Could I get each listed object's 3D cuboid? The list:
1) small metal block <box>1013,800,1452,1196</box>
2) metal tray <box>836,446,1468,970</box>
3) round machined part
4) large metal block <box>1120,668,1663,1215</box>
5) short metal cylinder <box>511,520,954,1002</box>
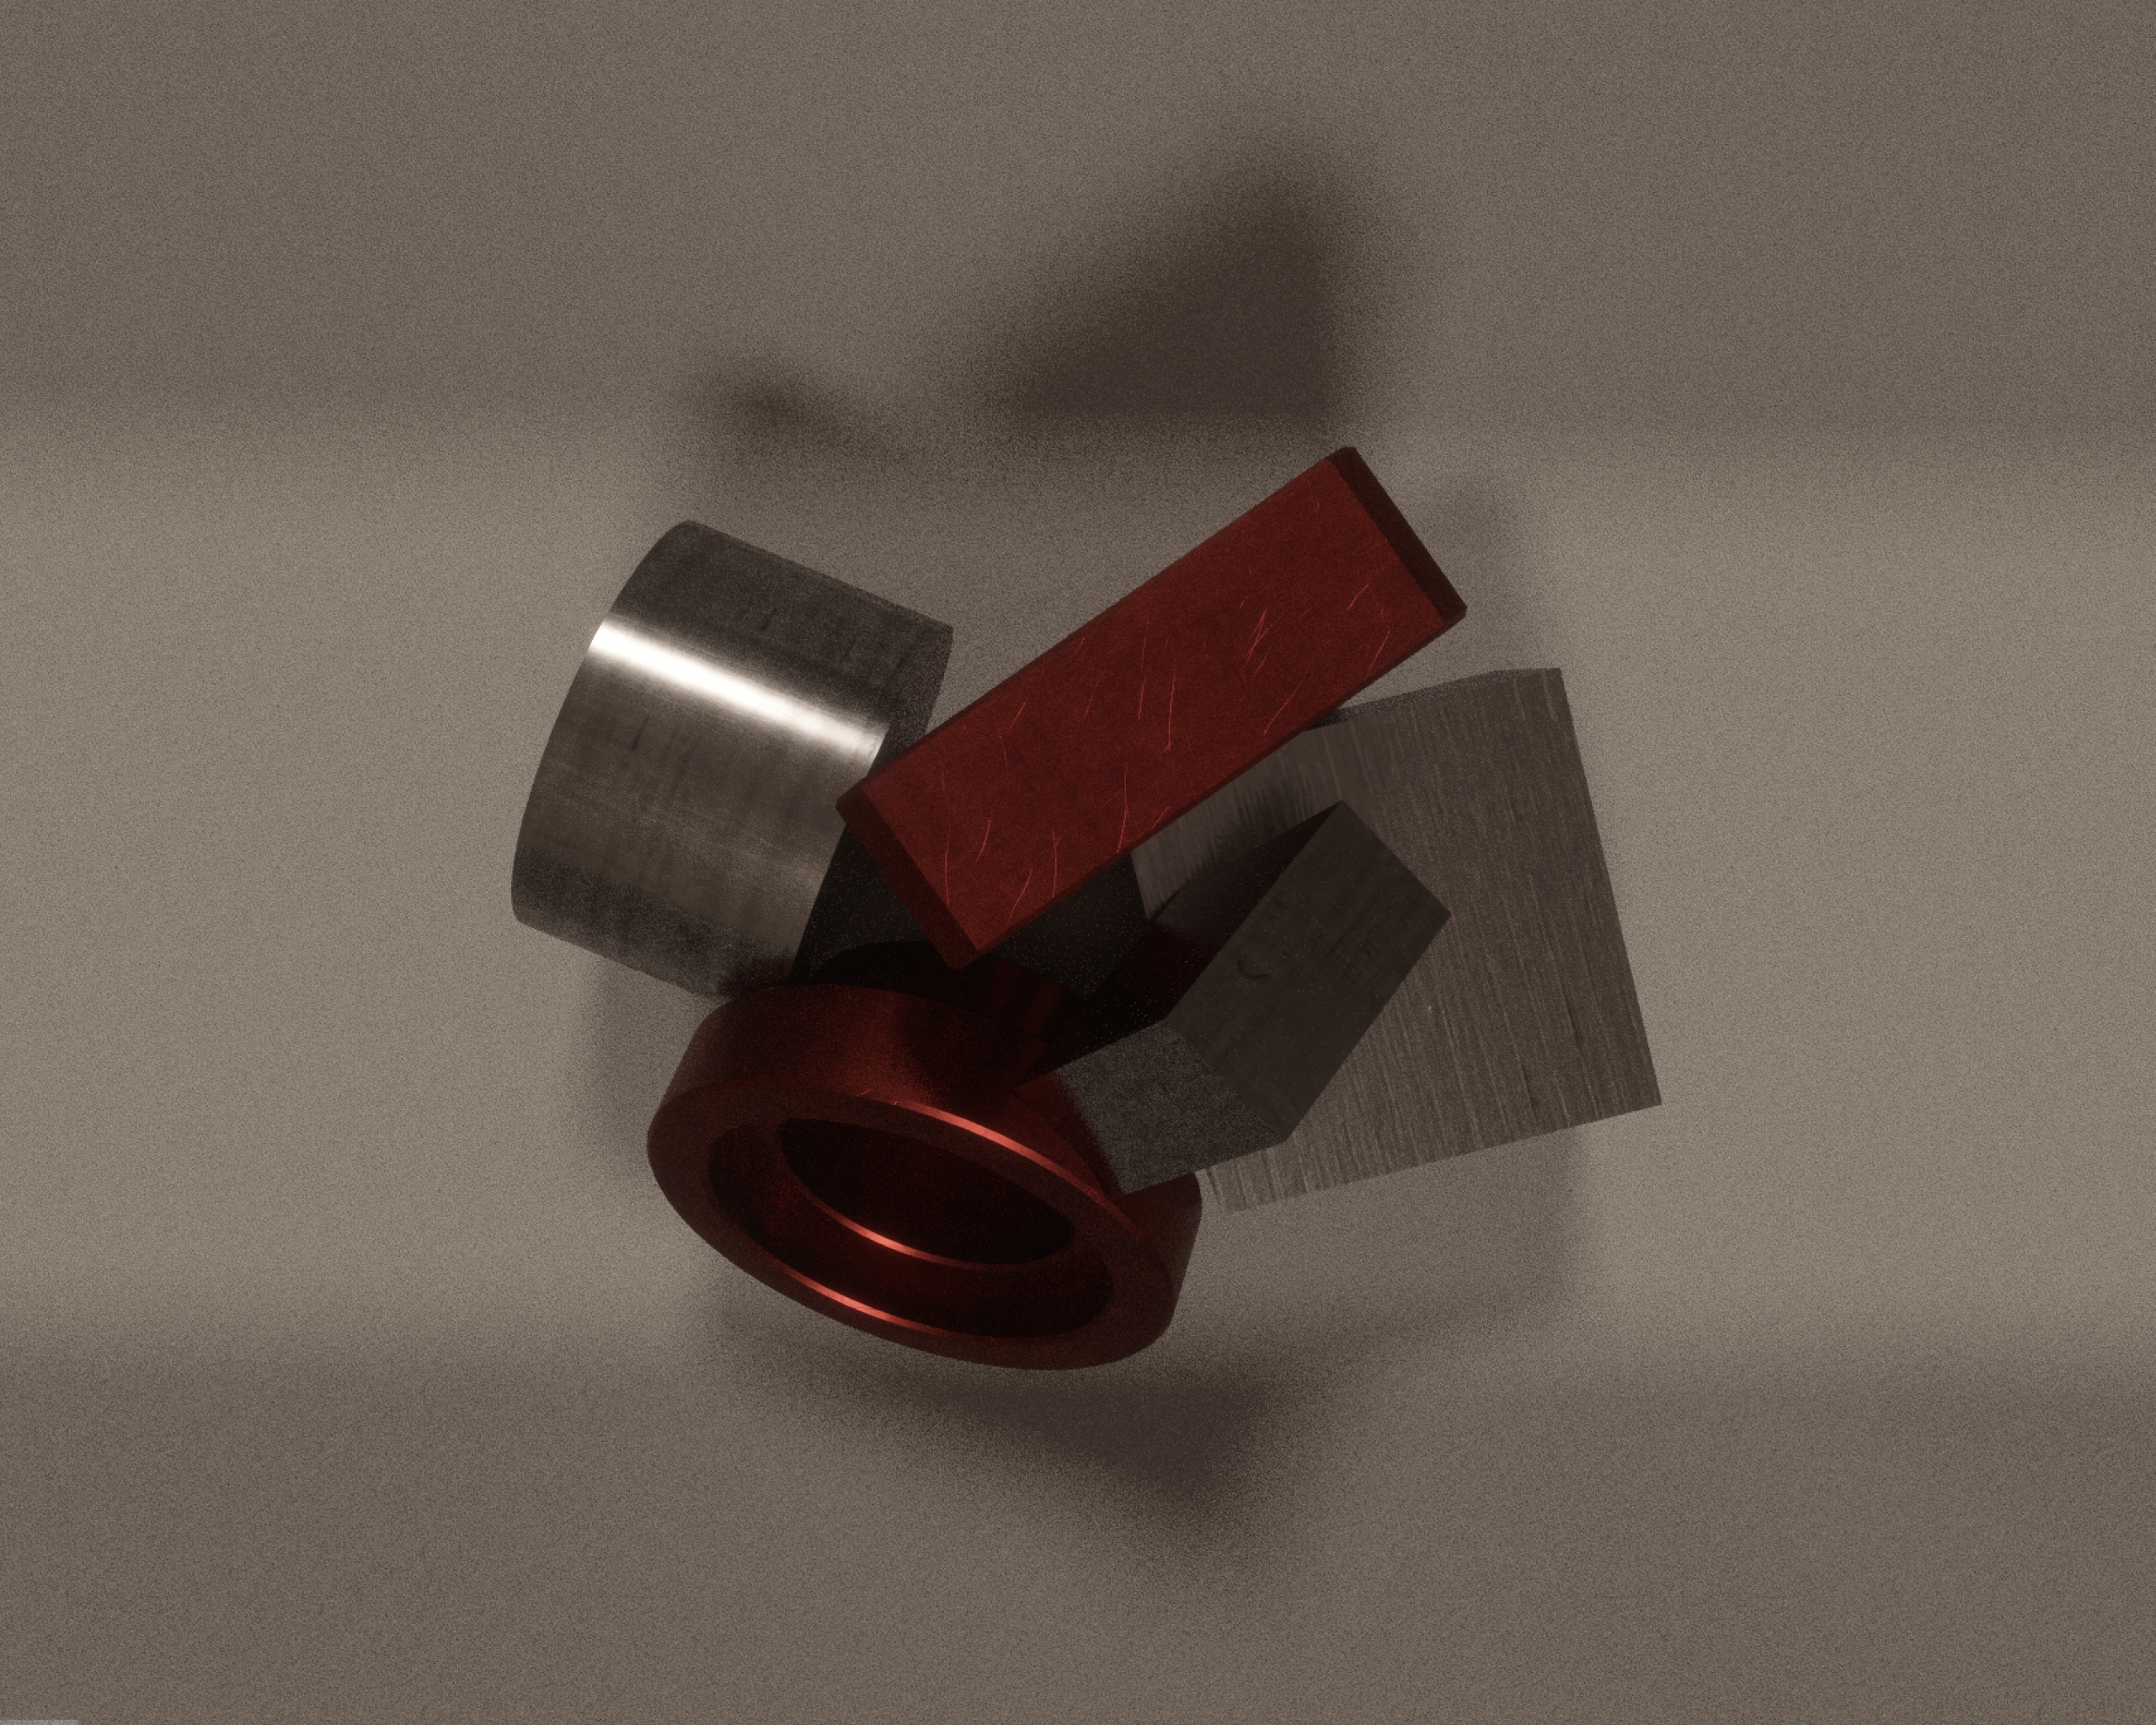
[{"bbox_3d":[0.024,0.022,0.329,0.025,0.050,0.050,46,58,-7],"label":"small metal block"},{"bbox_3d":[0.010,-0.023,0.357,0.090,0.130,0.030,-35,91,0],"label":"metal tray"},{"bbox_3d":[-0.024,0.051,0.383,0.098,0.097,0.042,20,55,-1],"label":"round machined part"},{"bbox_3d":[0.054,0.012,0.391,0.080,0.050,0.080,-14,95,-1],"label":"large metal block"},{"bbox_3d":[-0.062,-0.016,0.381,0.050,0.080,0.080,23,90,-1],"label":"short metal cylinder"}]
